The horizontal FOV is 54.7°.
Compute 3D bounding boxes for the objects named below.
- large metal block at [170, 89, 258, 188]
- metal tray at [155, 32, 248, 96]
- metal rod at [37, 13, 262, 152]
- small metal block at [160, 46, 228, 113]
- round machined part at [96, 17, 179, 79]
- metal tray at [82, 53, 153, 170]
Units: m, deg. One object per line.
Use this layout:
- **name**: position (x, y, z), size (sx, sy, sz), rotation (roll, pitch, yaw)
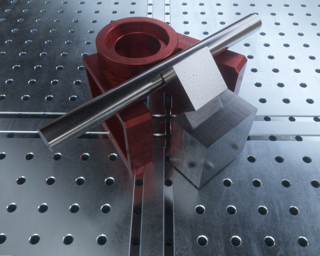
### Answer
- **large metal block**: position (0.059, 0.010, 0.360), size (0.080, 0.080, 0.050), rotation (-34, 58, -25)
- **metal tray**: position (0.046, -0.076, 0.429), size (0.130, 0.089, 0.030), rotation (25, 55, 19)
- **metal rod**: position (0.010, -0.064, 0.344), size (0.302, 0.025, 0.025), rotation (-33, 58, -25)
- **small metal block**: position (0.037, -0.051, 0.328), size (0.050, 0.050, 0.025), rotation (-35, 14, -26)
- **round machined part**: position (-0.027, -0.094, 0.385), size (0.099, 0.042, 0.098), rotation (0, 50, 0)
- **metal tray**: position (-0.053, -0.023, 0.384), size (0.030, 0.089, 0.130), rotation (-23, 54, -18)
